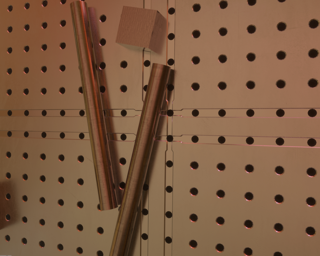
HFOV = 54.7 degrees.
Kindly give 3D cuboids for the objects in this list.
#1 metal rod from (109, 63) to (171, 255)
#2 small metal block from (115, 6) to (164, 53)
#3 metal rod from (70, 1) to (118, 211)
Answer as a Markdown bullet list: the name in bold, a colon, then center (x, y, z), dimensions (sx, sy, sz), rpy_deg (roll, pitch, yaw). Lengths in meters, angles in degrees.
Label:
- **metal rod**: center (-0.031, 0.062, 0.423), dimensions (0.025, 0.025, 0.298), rpy_deg (15, 95, 19)
- **small metal block**: center (-0.028, -0.135, 0.422), dimensions (0.050, 0.025, 0.050), rpy_deg (15, 95, 19)
- **metal rod**: center (-0.095, -0.034, 0.446), dimensions (0.025, 0.025, 0.298), rpy_deg (-10, 87, 20)
